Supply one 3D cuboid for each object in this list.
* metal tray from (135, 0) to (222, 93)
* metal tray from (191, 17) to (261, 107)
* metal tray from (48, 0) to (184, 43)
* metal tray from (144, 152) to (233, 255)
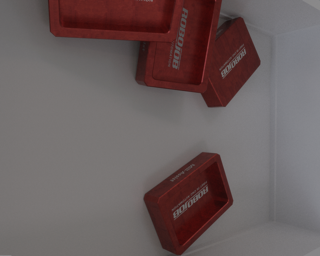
[{"bbox_3d":[0.024,-0.114,0.391,0.091,0.030,0.129,4,101,-27],"label":"metal tray"},{"bbox_3d":[0.104,-0.104,0.490,0.131,0.030,0.090,-47,118,-30],"label":"metal tray"},{"bbox_3d":[-0.042,-0.135,0.306,0.131,0.030,0.089,-2,129,-17],"label":"metal tray"},{"bbox_3d":[0.046,0.102,0.441,0.131,0.030,0.090,-30,109,-36],"label":"metal tray"}]
